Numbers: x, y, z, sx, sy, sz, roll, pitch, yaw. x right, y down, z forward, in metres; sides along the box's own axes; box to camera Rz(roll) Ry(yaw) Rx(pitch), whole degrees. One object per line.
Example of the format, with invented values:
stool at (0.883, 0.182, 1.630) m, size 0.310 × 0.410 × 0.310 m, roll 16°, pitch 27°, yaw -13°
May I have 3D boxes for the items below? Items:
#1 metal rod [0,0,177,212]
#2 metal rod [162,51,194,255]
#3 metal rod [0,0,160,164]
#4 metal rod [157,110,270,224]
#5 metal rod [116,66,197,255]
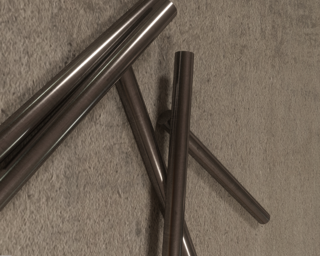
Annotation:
metal rod at (-0.075, -0.034, 0.324) m, size 0.301 × 0.025 × 0.025 m, roll -52°, pitch 121°, yaw -21°
metal rod at (0.022, 0.053, 0.391) m, size 0.025 × 0.025 × 0.298 m, roll 6°, pitch 86°, yaw -40°
metal rod at (-0.072, -0.080, 0.345) m, size 0.301 × 0.025 × 0.025 m, roll -52°, pitch 121°, yaw -27°
metal rod at (0.098, 0.075, 0.489) m, size 0.300 × 0.025 × 0.025 m, roll 44°, pitch 63°, yaw -31°
metal rod at (0.000, 0.063, 0.406) m, size 0.025 × 0.025 × 0.298 m, roll -30°, pitch 109°, yaw -36°
